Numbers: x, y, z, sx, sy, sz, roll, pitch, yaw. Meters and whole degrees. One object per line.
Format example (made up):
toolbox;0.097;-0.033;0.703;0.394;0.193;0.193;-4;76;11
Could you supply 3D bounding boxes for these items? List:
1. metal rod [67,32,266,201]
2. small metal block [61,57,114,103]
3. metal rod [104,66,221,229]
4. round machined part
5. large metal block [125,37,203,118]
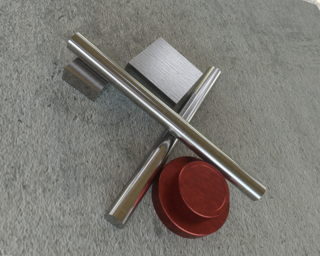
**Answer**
metal rod;0.009;-0.013;0.387;0.300;0.025;0.025;40;51;-2
small metal block;-0.089;-0.069;0.401;0.050;0.025;0.050;37;51;-4
metal rod;0.021;0.003;0.418;0.025;0.025;0.301;38;51;-3
round machined part;0.043;0.078;0.371;0.099;0.042;0.098;14;56;-21
large metal block;0.000;-0.068;0.434;0.080;0.050;0.080;41;51;-1
